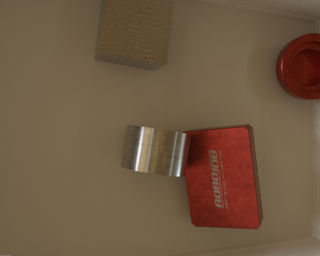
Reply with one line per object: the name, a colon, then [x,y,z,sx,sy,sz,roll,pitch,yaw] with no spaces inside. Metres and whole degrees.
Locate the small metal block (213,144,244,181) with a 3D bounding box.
small metal block: [0.095,0.047,0.434,0.025,0.050,0.050,13,86,-20]

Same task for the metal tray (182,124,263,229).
metal tray: [0.081,0.064,0.410,0.030,0.090,0.129,-14,97,-65]

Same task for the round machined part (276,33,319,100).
round machined part: [0.226,-0.092,0.477,0.099,0.042,0.097,0,94,-3]

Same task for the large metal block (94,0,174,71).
large metal block: [-0.033,-0.121,0.386,0.081,0.050,0.080,7,88,-20]

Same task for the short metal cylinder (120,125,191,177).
short metal cylinder: [-0.005,0.028,0.381,0.081,0.080,0.050,10,87,-20]
